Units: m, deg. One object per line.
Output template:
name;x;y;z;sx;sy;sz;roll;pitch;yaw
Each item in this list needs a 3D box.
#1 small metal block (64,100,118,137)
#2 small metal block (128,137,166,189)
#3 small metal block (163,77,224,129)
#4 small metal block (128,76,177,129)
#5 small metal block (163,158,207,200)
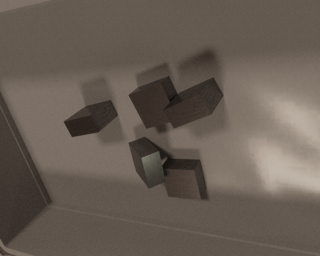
small metal block;-0.096;-0.013;0.433;0.050;0.050;0.025;-10;114;32
small metal block;-0.018;0.047;0.429;0.050;0.025;0.050;40;146;57
small metal block;0.039;-0.029;0.353;0.050;0.050;0.025;-22;107;36
small metal block;-0.003;-0.031;0.390;0.050;0.025;0.050;-15;111;34
small metal block;0.034;0.071;0.434;0.050;0.025;0.050;-1;118;28
